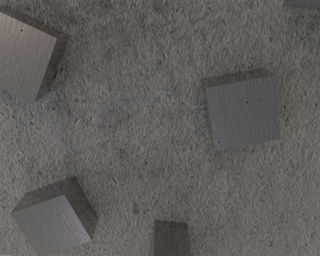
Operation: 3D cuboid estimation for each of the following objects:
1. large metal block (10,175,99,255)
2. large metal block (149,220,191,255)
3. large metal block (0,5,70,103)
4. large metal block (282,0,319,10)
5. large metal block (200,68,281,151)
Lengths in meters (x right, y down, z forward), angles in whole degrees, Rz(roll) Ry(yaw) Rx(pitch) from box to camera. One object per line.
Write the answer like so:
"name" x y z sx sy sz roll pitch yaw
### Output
"large metal block" -0.146 0.126 0.441 0.080 0.050 0.080 -20 109 7
"large metal block" 0.011 0.195 0.452 0.050 0.080 0.079 8 110 -3
"large metal block" -0.164 -0.087 0.363 0.080 0.050 0.080 24 108 -9
"large metal block" 0.191 -0.170 0.335 0.081 0.050 0.079 6 110 -3
"large metal block" 0.099 -0.025 0.388 0.080 0.050 0.079 -10 110 3
